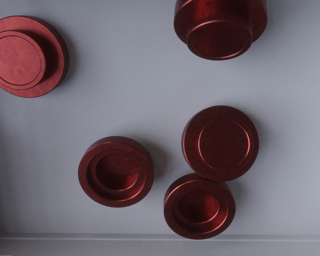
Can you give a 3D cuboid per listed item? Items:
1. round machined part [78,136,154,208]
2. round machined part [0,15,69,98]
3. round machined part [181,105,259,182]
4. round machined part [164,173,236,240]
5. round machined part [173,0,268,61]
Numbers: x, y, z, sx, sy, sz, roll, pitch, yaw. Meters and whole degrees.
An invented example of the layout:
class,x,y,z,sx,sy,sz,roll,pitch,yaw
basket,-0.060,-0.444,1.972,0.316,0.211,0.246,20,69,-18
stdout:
class,x,y,z,sx,sy,sz,roll,pitch,yaw
round machined part,-0.057,0.056,0.422,0.099,0.042,0.097,0,110,0
round machined part,-0.164,-0.083,0.370,0.099,0.042,0.097,0,110,0
round machined part,0.079,0.020,0.393,0.099,0.042,0.097,0,89,-4
round machined part,0.054,0.106,0.442,0.099,0.042,0.097,0,110,0
round machined part,0.064,-0.108,0.332,0.099,0.098,0.042,6,69,-3
